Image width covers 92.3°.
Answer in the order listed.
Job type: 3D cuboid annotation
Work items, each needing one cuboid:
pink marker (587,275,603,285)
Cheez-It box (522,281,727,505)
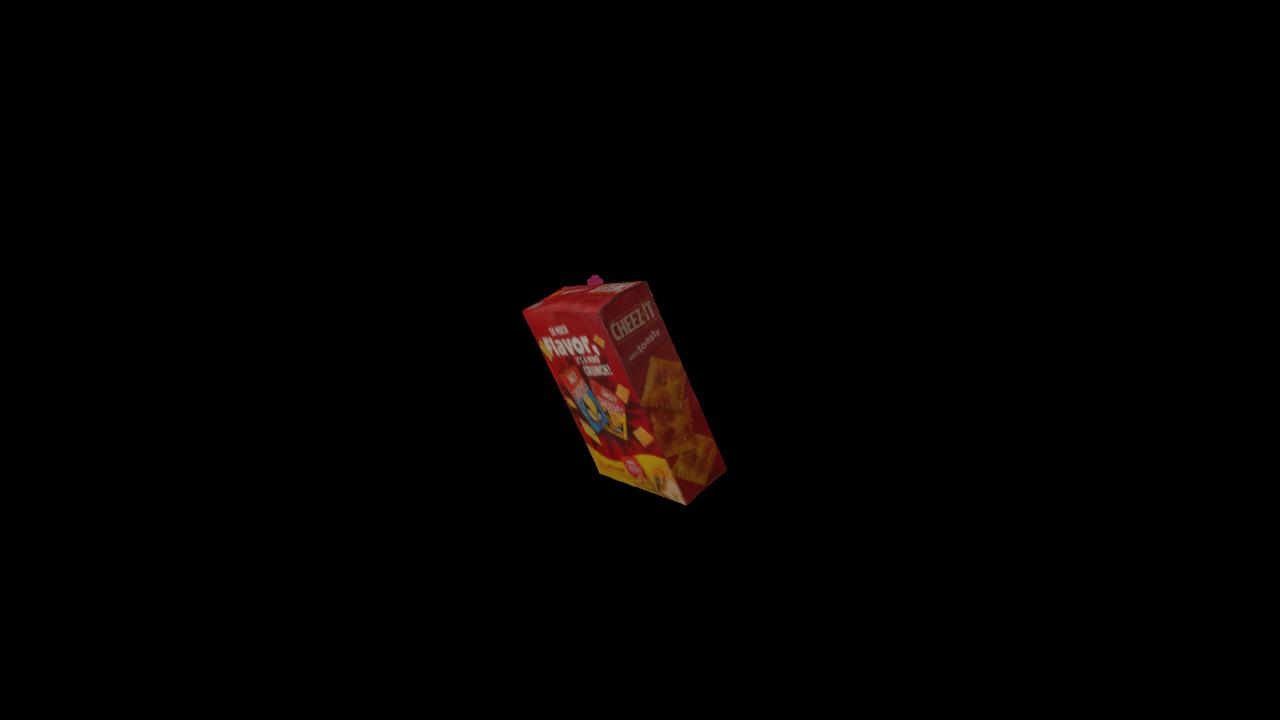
[{"bbox_3d":[-0.050,-0.039,0.692,0.020,0.121,0.020,-1,-17,0],"label":"pink marker"},{"bbox_3d":[-0.020,0.031,0.648,0.071,0.223,0.166,-35,22,-29],"label":"Cheez-It box"}]
